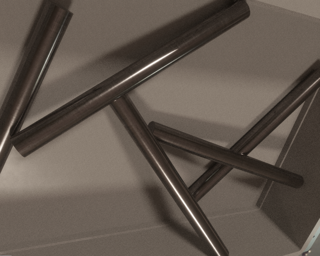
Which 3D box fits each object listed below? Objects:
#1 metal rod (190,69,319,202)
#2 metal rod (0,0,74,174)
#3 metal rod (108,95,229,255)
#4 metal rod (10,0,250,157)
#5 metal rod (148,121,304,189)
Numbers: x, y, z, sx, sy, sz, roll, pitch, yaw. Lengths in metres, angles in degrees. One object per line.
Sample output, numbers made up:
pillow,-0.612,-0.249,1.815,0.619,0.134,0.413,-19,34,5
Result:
metal rod,0.153,0.017,0.505,0.300,0.025,0.025,-44,130,2
metal rod,-0.166,0.012,0.325,0.025,0.025,0.298,20,108,-36
metal rod,0.021,0.079,0.418,0.025,0.025,0.299,-35,113,-6
metal rod,-0.022,-0.063,0.345,0.301,0.025,0.025,-34,129,-12
metal rod,0.114,0.048,0.473,0.302,0.025,0.025,20,108,-27
